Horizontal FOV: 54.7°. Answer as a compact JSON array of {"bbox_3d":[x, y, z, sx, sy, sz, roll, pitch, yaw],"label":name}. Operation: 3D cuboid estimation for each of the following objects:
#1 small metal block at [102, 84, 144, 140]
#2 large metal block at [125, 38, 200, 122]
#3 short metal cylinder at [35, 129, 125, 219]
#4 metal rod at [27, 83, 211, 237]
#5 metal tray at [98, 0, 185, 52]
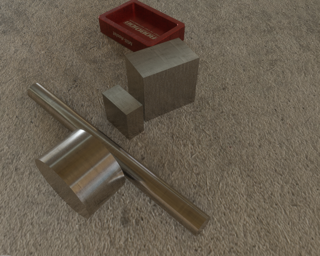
[{"bbox_3d":[-0.047,-0.020,0.403,0.025,0.050,0.050,-34,58,-25],"label":"small metal block"},{"bbox_3d":[0.003,-0.065,0.423,0.081,0.080,0.050,-23,54,-19],"label":"large metal block"},{"bbox_3d":[-0.083,0.048,0.326,0.080,0.080,0.050,33,57,24],"label":"short metal cylinder"},{"bbox_3d":[-0.067,0.024,0.382,0.300,0.025,0.025,35,58,25],"label":"metal rod"},{"bbox_3d":[-0.033,-0.177,0.548,0.130,0.030,0.090,36,58,26],"label":"metal tray"}]
